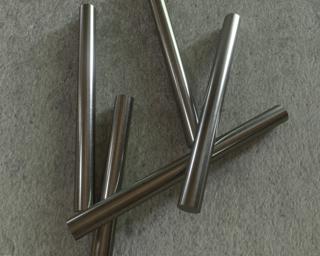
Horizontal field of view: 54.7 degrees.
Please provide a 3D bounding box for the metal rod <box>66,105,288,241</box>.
[{"bbox_3d":[0.034,0.045,0.376,0.302,0.025,0.025,-27,72,-16],"label":"metal rod"}]

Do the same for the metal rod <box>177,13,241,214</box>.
[{"bbox_3d":[0.070,-0.040,0.396,0.025,0.025,0.300,15,60,5],"label":"metal rod"}]

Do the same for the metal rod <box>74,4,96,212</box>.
[{"bbox_3d":[-0.100,-0.041,0.421,0.025,0.025,0.299,-3,70,-2],"label":"metal rod"}]

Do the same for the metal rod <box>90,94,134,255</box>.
[{"bbox_3d":[-0.062,0.099,0.370,0.025,0.025,0.299,5,70,1],"label":"metal rod"}]

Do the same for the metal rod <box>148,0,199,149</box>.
[{"bbox_3d":[0.015,-0.115,0.450,0.025,0.025,0.299,-12,71,-5],"label":"metal rod"}]
